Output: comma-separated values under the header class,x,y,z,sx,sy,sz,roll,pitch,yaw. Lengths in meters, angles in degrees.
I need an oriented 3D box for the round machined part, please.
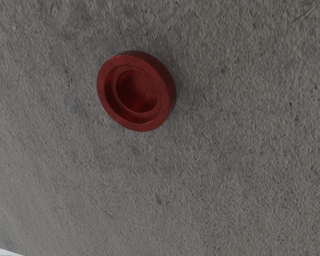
class,x,y,z,sx,sy,sz,roll,pitch,yaw
round machined part,-0.025,-0.048,0.380,0.098,0.042,0.097,13,124,21
